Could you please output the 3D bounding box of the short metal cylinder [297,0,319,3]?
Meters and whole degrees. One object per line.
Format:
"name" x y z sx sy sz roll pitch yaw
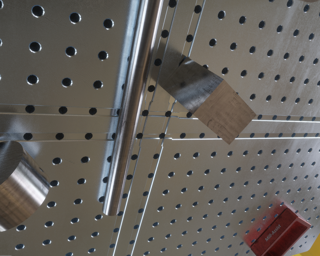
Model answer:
"short metal cylinder" 0.172 -0.196 0.370 0.081 0.050 0.079 -14 125 -21

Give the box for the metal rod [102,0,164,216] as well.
"metal rod" -0.039 -0.013 0.383 0.025 0.025 0.298 -1 119 -29

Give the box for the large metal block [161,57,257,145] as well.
"large metal block" 0.060 -0.034 0.389 0.050 0.080 0.080 -49 129 6

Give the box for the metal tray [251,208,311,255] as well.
"metal tray" 0.284 0.255 0.724 0.090 0.030 0.130 33 100 -39

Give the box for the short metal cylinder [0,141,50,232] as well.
"short metal cylinder" -0.165 0.059 0.322 0.080 0.080 0.050 -30 129 -9
